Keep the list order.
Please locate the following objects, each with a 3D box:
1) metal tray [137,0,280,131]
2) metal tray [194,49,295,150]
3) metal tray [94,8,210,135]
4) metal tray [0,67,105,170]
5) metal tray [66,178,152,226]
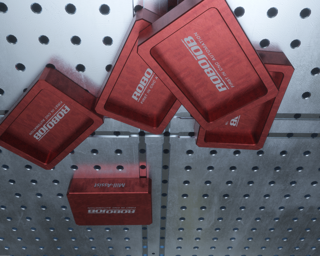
[{"bbox_3d":[0.051,-0.063,0.314,0.090,0.030,0.130,-30,125,22],"label":"metal tray"},{"bbox_3d":[0.097,-0.030,0.383,0.091,0.030,0.129,3,130,-4],"label":"metal tray"},{"bbox_3d":[-0.011,-0.058,0.358,0.091,0.030,0.129,21,127,-18],"label":"metal tray"},{"bbox_3d":[-0.144,-0.006,0.400,0.090,0.030,0.130,37,121,-27],"label":"metal tray"},{"bbox_3d":[-0.078,0.123,0.513,0.131,0.030,0.089,0,130,-1],"label":"metal tray"}]
